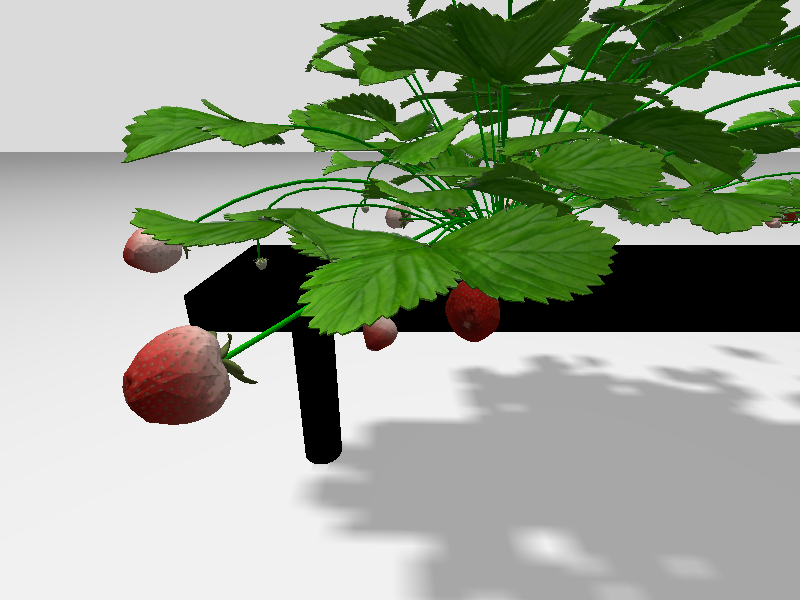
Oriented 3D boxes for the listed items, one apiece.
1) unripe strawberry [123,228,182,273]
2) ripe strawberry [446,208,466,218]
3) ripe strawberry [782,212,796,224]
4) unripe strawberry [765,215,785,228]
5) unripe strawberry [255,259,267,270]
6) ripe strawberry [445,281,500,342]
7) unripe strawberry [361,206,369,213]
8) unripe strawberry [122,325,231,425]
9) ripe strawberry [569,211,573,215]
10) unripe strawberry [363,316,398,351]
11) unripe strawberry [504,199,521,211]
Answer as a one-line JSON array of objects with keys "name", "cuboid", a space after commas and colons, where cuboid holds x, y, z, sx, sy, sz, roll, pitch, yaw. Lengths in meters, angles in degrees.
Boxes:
[{"name": "unripe strawberry", "cuboid": [-0.206, -0.043, 0.333, 0.046, 0.039, 0.045, -22, 22, 4]}, {"name": "ripe strawberry", "cuboid": [0.077, -0.124, 0.554, 0.027, 0.028, 0.029, -1, 22, -3]}, {"name": "ripe strawberry", "cuboid": [0.494, -0.114, 0.519, 0.037, 0.032, 0.037, -6, 22, -14]}, {"name": "unripe strawberry", "cuboid": [0.470, -0.100, 0.503, 0.016, 0.019, 0.018, -10, 23, -23]}, {"name": "unripe strawberry", "cuboid": [-0.119, -0.031, 0.345, 0.010, 0.010, 0.009, -2, 22, -5]}, {"name": "ripe strawberry", "cuboid": [0.039, 0.007, 0.219, 0.030, 0.034, 0.033, 7, 24, 17]}, {"name": "unripe strawberry", "cuboid": [-0.046, -0.120, 0.528, 0.011, 0.011, 0.010, -15, 27, -33]}, {"name": "unripe strawberry", "cuboid": [-0.087, 0.030, 0.156, 0.033, 0.038, 0.036, 17, 28, 36]}, {"name": "ripe strawberry", "cuboid": [0.209, -0.108, 0.513, 0.024, 0.027, 0.026, 15, 26, 33]}, {"name": "unripe strawberry", "cuboid": [-0.012, 0.018, 0.215, 0.019, 0.019, 0.017, 14, -17, 30]}, {"name": "unripe strawberry", "cuboid": [0.158, -0.131, 0.565, 0.033, 0.028, 0.033, 7, 22, 16]}]
